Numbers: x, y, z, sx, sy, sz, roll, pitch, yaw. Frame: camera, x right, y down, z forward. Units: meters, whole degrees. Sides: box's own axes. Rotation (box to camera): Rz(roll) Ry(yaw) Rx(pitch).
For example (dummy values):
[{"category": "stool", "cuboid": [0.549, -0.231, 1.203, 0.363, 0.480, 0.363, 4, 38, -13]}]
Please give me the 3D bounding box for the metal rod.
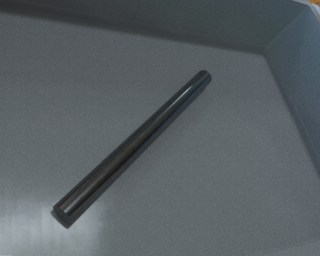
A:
[{"category": "metal rod", "cuboid": [-0.012, 0.002, 0.397, 0.025, 0.025, 0.301, 44, 51, 2]}]
